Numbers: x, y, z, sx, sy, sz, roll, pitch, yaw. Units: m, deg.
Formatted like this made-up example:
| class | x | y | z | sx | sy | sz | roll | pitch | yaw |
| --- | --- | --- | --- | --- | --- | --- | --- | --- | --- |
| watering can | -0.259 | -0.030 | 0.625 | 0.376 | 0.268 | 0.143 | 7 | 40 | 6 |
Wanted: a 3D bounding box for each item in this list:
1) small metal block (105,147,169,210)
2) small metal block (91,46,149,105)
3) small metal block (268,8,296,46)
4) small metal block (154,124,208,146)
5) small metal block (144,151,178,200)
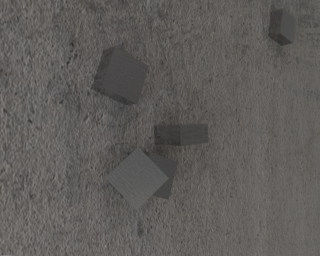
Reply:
| class | x | y | z | sx | sy | sz | roll | pitch | yaw |
| --- | --- | --- | --- | --- | --- | --- | --- | --- | --- |
| small metal block | -0.026 | 0.058 | 0.358 | 0.050 | 0.025 | 0.050 | -43 | 82 | -9 |
| small metal block | -0.046 | -0.060 | 0.365 | 0.050 | 0.025 | 0.050 | 24 | 75 | -37 |
| small metal block | 0.238 | -0.196 | 0.603 | 0.050 | 0.025 | 0.050 | 15 | 80 | -39 |
| small metal block | 0.028 | 0.008 | 0.412 | 0.050 | 0.050 | 0.025 | -3 | 93 | -40 |
| small metal block | -0.009 | 0.061 | 0.397 | 0.050 | 0.025 | 0.050 | 24 | 75 | -38 |
